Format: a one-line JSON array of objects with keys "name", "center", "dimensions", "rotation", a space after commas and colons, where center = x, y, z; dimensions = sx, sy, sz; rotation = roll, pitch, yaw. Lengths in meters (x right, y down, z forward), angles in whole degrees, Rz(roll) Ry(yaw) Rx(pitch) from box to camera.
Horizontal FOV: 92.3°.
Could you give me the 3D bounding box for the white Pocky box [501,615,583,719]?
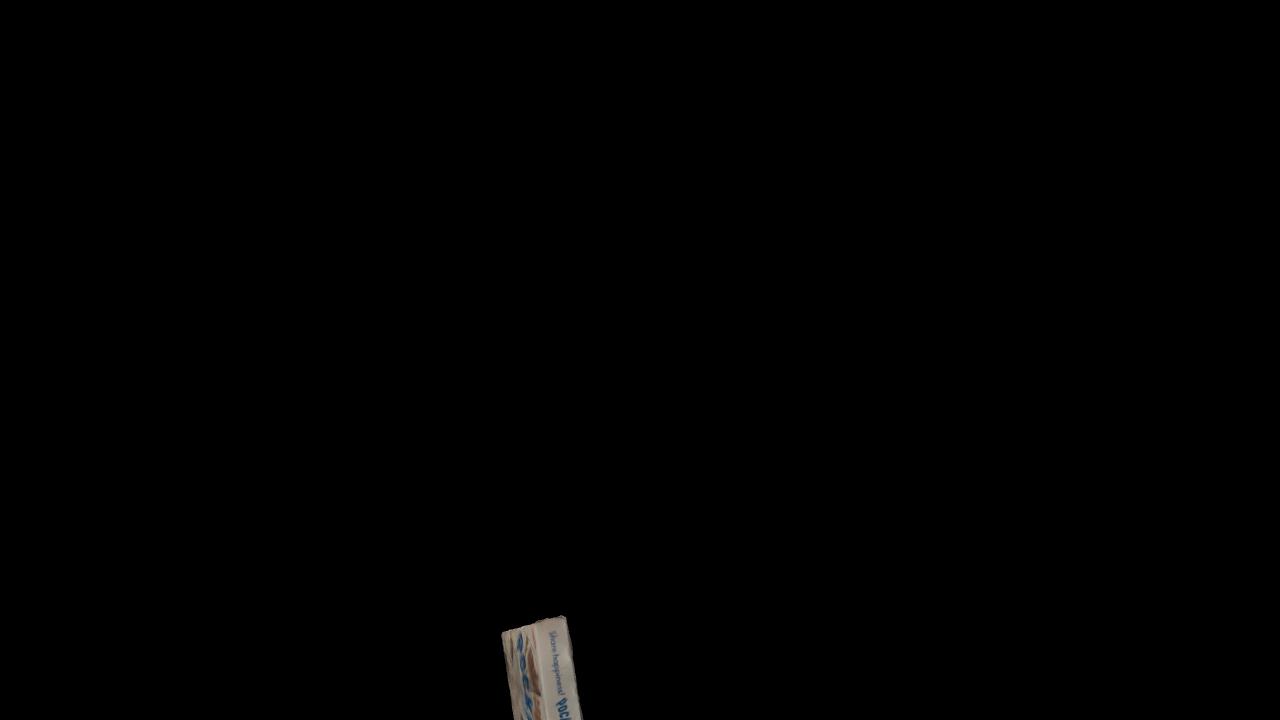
[{"name": "white Pocky box", "center": [-0.082, 0.256, 0.494], "dimensions": [0.028, 0.084, 0.154], "rotation": [-4, -23, -23]}]
